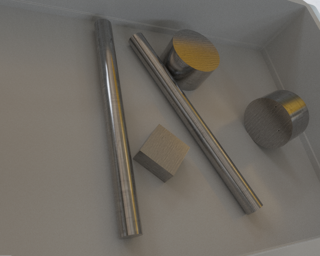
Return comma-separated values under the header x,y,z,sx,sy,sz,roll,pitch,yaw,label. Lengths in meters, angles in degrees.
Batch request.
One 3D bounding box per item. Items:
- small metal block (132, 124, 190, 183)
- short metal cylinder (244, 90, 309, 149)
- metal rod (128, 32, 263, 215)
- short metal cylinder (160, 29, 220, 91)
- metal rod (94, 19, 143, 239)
x,y,z,sx,sy,sz,roll,pitch,yaw,label
0.002,0.031,0.389,0.050,0.025,0.050,38,51,-3,small metal block
0.179,-0.014,0.478,0.050,0.080,0.080,-22,74,-36,short metal cylinder
0.044,-0.014,0.439,0.025,0.025,0.299,-25,75,-37,metal rod
0.044,-0.105,0.479,0.081,0.050,0.080,14,56,-21,short metal cylinder
-0.057,-0.019,0.387,0.025,0.025,0.299,3,60,-27,metal rod
